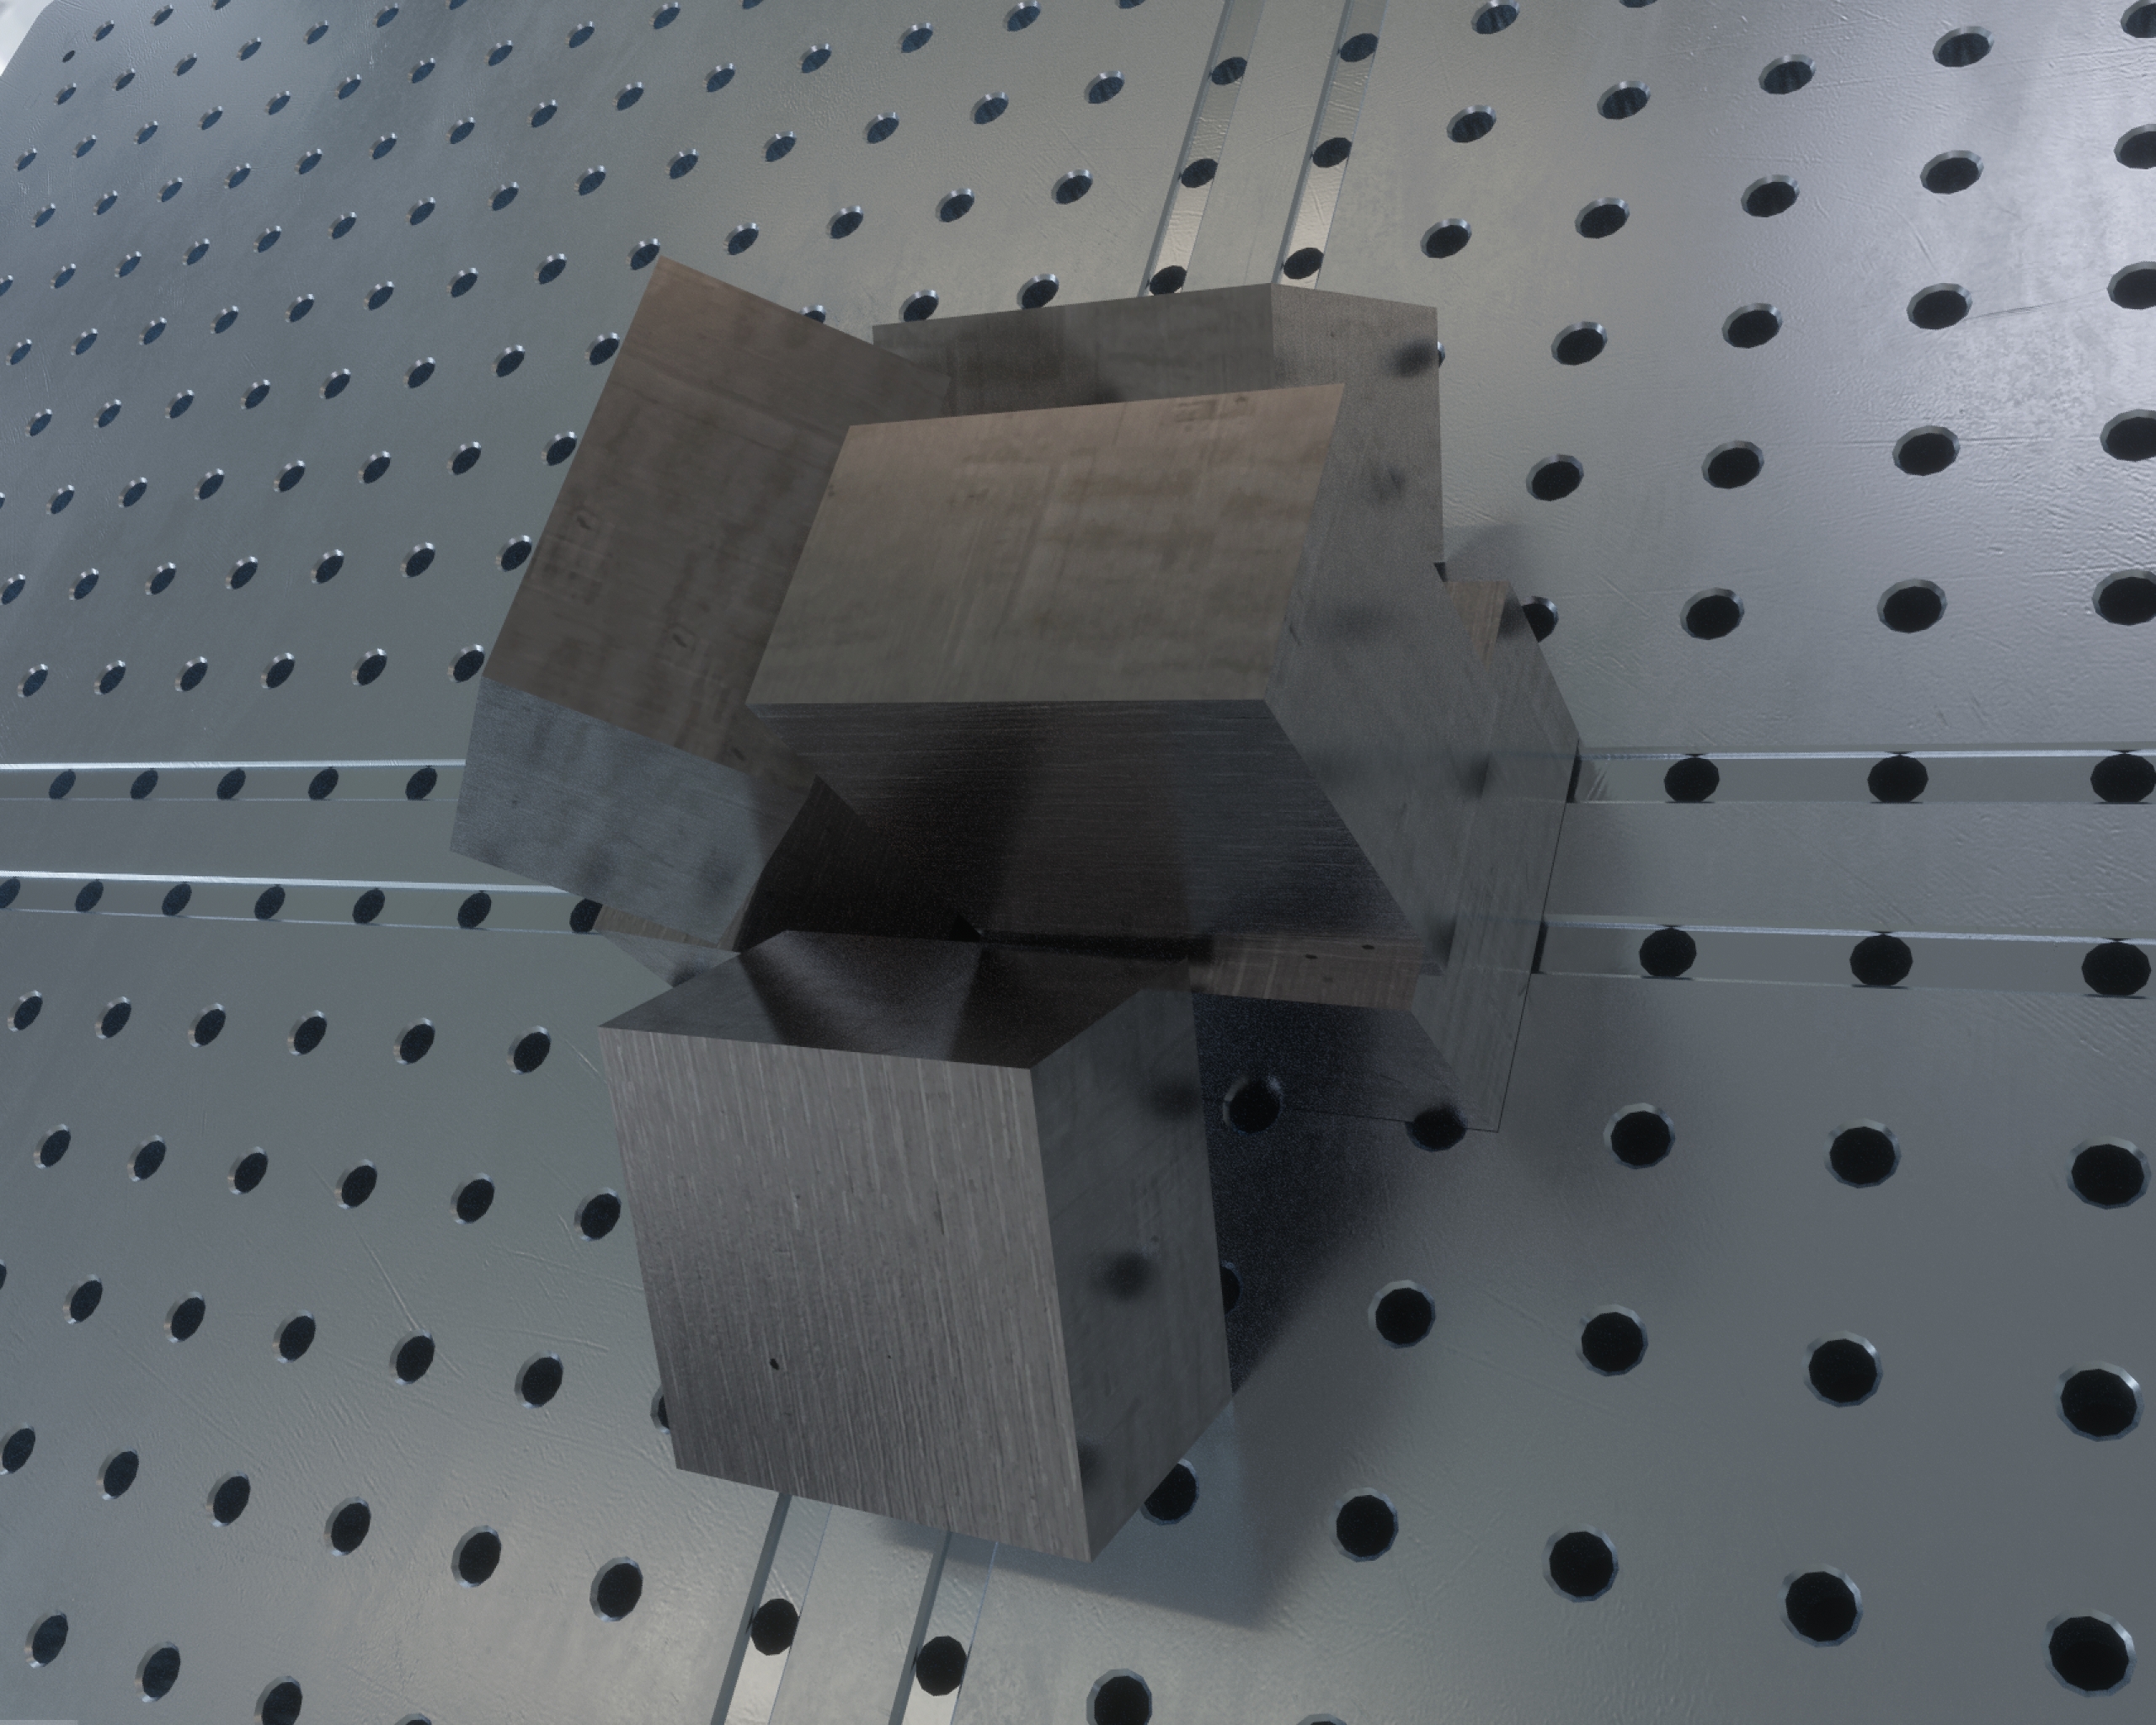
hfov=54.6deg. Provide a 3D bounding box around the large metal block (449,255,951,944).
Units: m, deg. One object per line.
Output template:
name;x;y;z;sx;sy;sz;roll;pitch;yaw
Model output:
large metal block;-0.067;-0.041;0.359;0.080;0.050;0.080;136;152;-63

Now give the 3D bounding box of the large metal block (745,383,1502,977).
large metal block;0.011;-0.024;0.319;0.080;0.080;0.050;2;63;29

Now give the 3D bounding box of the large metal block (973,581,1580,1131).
large metal block;0.037;-0.002;0.374;0.080;0.050;0.080;3;63;29

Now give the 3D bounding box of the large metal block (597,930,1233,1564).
large metal block;-0.025;0.059;0.344;0.080;0.050;0.080;2;107;29

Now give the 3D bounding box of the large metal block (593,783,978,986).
large metal block;-0.036;-0.006;0.416;0.080;0.050;0.080;7;65;31

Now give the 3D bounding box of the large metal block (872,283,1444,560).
large metal block;0.018;-0.080;0.404;0.080;0.080;0.050;2;101;29
